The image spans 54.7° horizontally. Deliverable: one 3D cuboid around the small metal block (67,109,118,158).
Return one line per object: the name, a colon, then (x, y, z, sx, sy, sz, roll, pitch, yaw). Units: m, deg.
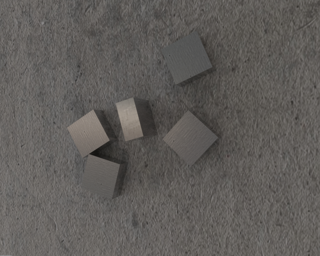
small metal block: (-0.096, 0.008, 0.443, 0.050, 0.025, 0.050, -32, 80, 17)

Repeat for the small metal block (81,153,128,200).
small metal block: (-0.078, 0.066, 0.436, 0.050, 0.025, 0.050, 15, 95, 19)

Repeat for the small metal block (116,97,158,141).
small metal block: (-0.029, -0.011, 0.406, 0.025, 0.050, 0.050, -17, 85, 19)

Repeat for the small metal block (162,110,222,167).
small metal block: (0.041, 0.013, 0.394, 0.050, 0.025, 0.050, 44, 104, 14)

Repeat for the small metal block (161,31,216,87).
small metal block: (0.037, -0.087, 0.396, 0.050, 0.025, 0.050, -24, 82, 18)
